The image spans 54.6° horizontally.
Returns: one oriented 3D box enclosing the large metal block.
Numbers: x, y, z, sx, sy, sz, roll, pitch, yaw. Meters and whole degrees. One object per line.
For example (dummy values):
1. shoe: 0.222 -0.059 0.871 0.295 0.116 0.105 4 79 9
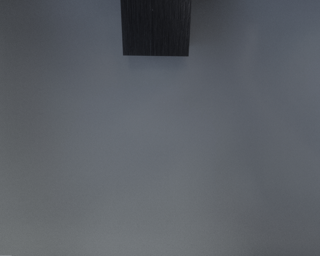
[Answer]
1. large metal block: -0.004 -0.135 0.383 0.080 0.050 0.079 1 119 0
